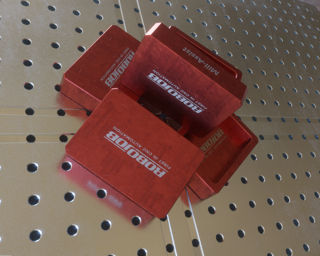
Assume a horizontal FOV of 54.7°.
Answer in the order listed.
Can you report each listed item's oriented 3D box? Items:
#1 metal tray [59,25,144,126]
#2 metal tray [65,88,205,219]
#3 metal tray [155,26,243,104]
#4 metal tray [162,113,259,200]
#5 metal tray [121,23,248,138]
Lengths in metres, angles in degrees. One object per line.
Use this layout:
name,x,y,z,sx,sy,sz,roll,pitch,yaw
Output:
metal tray,-0.060,-0.074,0.418,0.090,0.030,0.130,34,51,-7
metal tray,-0.027,0.028,0.350,0.130,0.030,0.090,37,76,-4
metal tray,0.050,-0.079,0.443,0.130,0.030,0.090,32,51,-8
metal tray,0.071,0.024,0.429,0.090,0.030,0.131,47,51,5
metal tray,0.026,-0.052,0.374,0.130,0.090,0.030,35,51,-5
